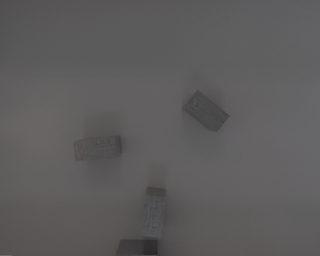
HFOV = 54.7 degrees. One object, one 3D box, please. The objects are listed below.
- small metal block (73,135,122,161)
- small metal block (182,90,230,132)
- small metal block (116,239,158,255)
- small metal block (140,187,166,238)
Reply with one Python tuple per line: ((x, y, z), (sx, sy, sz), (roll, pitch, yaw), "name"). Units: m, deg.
((-0.078, 0.025, 0.398), (0.050, 0.050, 0.025), (-6, 90, 0), "small metal block")
((0.057, -0.021, 0.399), (0.050, 0.050, 0.025), (39, 90, 0), "small metal block")
((-0.029, 0.165, 0.399), (0.050, 0.050, 0.025), (1, 90, 0), "small metal block")
((-0.008, 0.107, 0.399), (0.025, 0.050, 0.050), (7, 90, 0), "small metal block")
